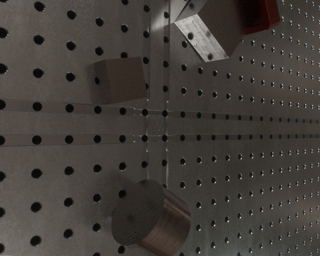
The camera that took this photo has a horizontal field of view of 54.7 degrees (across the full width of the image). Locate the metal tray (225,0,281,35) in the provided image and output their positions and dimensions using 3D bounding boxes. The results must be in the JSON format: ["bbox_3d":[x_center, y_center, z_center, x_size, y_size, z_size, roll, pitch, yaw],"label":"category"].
[{"bbox_3d":[0.122,-0.208,0.470,0.030,0.090,0.129,-31,110,-36],"label":"metal tray"}]

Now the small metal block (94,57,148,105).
[{"bbox_3d":[-0.046,-0.057,0.372,0.050,0.025,0.050,-16,100,-39],"label":"small metal block"}]

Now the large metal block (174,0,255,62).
[{"bbox_3d":[0.081,-0.157,0.455,0.080,0.050,0.080,44,69,-28],"label":"large metal block"}]

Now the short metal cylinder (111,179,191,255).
[{"bbox_3d":[-0.011,0.108,0.367,0.050,0.080,0.080,42,64,-32],"label":"short metal cylinder"}]
